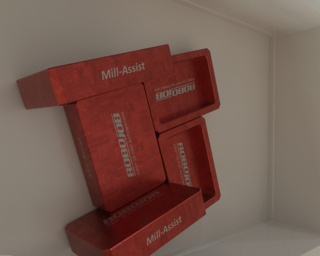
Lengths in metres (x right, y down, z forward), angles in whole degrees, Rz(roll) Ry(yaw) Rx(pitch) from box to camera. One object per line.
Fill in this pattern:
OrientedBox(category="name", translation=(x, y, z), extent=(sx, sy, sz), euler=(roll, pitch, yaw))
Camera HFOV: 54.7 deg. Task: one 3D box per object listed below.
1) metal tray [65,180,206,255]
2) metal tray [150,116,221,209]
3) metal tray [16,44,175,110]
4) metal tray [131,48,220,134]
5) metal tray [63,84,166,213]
OrientedBox(category="metal tray", translation=(-0.025, 0.101, 0.342), extent=(0.131, 0.090, 0.030), euler=(-22, 105, -38))
OrientedBox(category="metal tray", translation=(0.035, 0.057, 0.433), extent=(0.091, 0.030, 0.129), euler=(-22, 104, -38))
OrientedBox(category="metal tray", translation=(-0.061, -0.052, 0.310), extent=(0.131, 0.090, 0.030), euler=(-23, 105, -38))
OrientedBox(category="metal tray", translation=(0.024, -0.054, 0.423), extent=(0.131, 0.030, 0.089), euler=(-22, 104, -38))
OrientedBox(category="metal tray", translation=(-0.048, 0.019, 0.361), extent=(0.091, 0.030, 0.129), euler=(-22, 104, -38))
